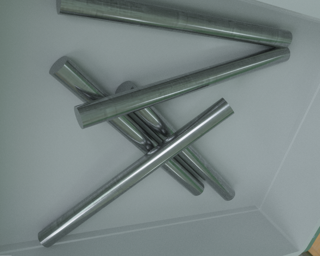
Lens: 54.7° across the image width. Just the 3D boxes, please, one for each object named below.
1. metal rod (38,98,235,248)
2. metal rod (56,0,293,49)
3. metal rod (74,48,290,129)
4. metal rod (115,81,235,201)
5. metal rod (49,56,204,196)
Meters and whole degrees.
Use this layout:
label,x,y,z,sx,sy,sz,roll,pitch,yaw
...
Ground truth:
label,x,y,z,sx,sy,sz,roll,pitch,yaw
metal rod,-0.035,0.061,0.401,0.300,0.025,0.025,-37,130,6
metal rod,0.040,-0.120,0.357,0.303,0.025,0.025,-1,119,-28
metal rod,0.046,-0.058,0.378,0.302,0.025,0.025,-20,127,-24
metal rod,0.040,0.036,0.454,0.025,0.025,0.300,-44,130,2
metal rod,-0.021,0.018,0.409,0.025,0.025,0.300,-44,130,2
